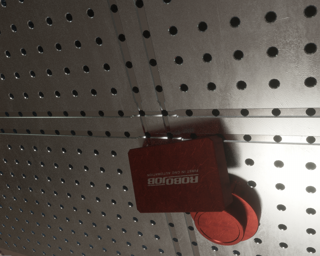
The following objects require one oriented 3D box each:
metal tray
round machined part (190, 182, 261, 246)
[{"bbox_3d":[0.023,0.063,0.410,0.130,0.030,0.089,-11,87,32],"label":"metal tray"},{"bbox_3d":[0.087,0.123,0.430,0.098,0.042,0.097,13,124,20],"label":"round machined part"}]
